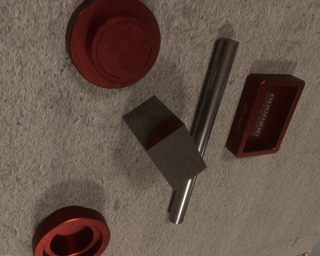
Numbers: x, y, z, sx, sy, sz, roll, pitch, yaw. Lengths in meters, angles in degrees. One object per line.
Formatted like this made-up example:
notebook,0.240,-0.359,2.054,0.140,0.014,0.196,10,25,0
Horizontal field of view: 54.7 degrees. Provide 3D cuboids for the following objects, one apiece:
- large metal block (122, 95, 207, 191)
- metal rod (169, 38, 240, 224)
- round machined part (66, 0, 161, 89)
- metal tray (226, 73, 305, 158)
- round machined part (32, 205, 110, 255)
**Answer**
large metal block,0.005,0.018,0.387,0.050,0.080,0.080,-35,129,-5
metal rod,0.057,0.021,0.452,0.025,0.025,0.298,-2,119,-28
round machined part,-0.043,-0.085,0.320,0.099,0.042,0.097,-14,125,-21
metal tray,0.163,-0.018,0.483,0.091,0.030,0.129,-4,120,-27
round machined part,-0.121,0.145,0.420,0.099,0.042,0.097,-14,125,-21
